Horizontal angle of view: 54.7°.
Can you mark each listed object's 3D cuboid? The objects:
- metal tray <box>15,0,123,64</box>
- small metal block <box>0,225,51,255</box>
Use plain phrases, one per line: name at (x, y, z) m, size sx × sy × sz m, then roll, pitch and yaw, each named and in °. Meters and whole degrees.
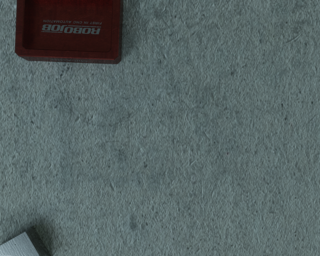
metal tray at (-0.117, -0.133, 0.406) m, size 0.131 × 0.030 × 0.089 m, roll 2°, pitch 90°, yaw 0°
small metal block at (-0.182, 0.166, 0.409) m, size 0.050 × 0.025 × 0.050 m, roll -30°, pitch 90°, yaw 0°
